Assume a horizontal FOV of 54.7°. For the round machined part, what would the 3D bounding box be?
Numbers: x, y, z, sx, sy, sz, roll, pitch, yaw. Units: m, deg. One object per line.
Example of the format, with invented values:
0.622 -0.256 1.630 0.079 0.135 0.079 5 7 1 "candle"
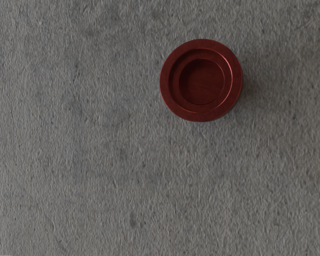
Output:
0.053 -0.056 0.381 0.098 0.042 0.097 0 90 19 "round machined part"
